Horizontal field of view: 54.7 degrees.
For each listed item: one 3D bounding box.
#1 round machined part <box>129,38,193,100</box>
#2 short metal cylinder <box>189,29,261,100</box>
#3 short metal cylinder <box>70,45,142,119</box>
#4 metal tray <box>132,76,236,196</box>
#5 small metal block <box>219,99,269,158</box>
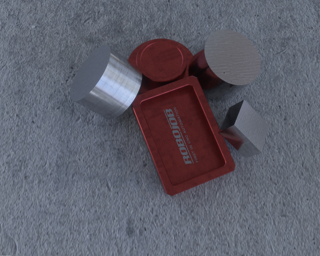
[{"bbox_3d":[0.002,-0.085,0.432,0.099,0.042,0.098,0,70,0],"label":"round machined part"},{"bbox_3d":[0.086,-0.084,0.416,0.081,0.050,0.080,6,71,-17],"label":"short metal cylinder"},{"bbox_3d":[-0.069,-0.057,0.394,0.050,0.080,0.080,32,66,-36],"label":"short metal cylinder"},{"bbox_3d":[0.027,0.009,0.392,0.091,0.030,0.129,-21,81,-8],"label":"metal tray"},{"bbox_3d":[0.107,0.001,0.391,0.050,0.025,0.050,43,49,-13],"label":"small metal block"}]
